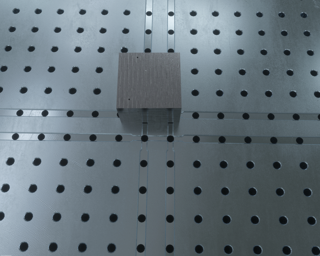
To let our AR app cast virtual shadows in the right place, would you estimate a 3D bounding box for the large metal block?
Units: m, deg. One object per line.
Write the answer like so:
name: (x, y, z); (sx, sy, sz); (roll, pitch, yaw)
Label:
large metal block: (-0.014, -0.053, 0.418); (0.080, 0.050, 0.080); (0, 70, 0)
